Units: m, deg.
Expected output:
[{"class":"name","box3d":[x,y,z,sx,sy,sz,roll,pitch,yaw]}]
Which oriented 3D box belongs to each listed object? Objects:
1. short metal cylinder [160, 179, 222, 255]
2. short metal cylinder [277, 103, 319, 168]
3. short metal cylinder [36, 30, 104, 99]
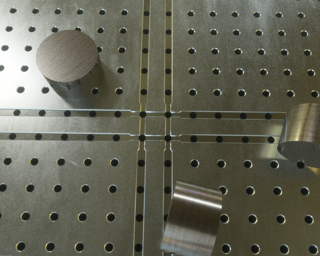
[{"class":"short metal cylinder","box3d":[0.034,0.102,0.346,0.050,0.080,0.080,14,71,5]},{"class":"short metal cylinder","box3d":[0.192,0.012,0.381,0.080,0.080,0.050,20,71,6]},{"class":"short metal cylinder","box3d":[-0.122,-0.087,0.429,0.081,0.050,0.080,0,70,0]}]
